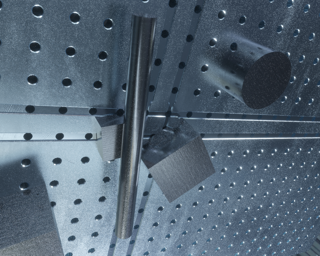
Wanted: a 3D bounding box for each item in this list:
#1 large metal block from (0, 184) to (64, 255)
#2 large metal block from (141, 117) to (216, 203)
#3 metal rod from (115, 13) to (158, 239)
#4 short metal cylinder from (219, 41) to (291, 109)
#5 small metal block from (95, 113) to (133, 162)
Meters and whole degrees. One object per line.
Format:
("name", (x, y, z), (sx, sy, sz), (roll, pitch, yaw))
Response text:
("large metal block", (-0.164, 0.121, 0.361), (0.081, 0.080, 0.050), (-15, 125, -20))
("large metal block", (0.023, 0.046, 0.438), (0.080, 0.050, 0.080), (-33, 129, -7))
("metal rod", (-0.034, 0.019, 0.373), (0.025, 0.025, 0.298), (-7, 122, -26))
("short metal cylinder", (0.129, -0.072, 0.423), (0.081, 0.050, 0.079), (-14, 125, -21))
("small metal block", (-0.052, 0.010, 0.391), (0.050, 0.025, 0.050), (-12, 124, -23))
